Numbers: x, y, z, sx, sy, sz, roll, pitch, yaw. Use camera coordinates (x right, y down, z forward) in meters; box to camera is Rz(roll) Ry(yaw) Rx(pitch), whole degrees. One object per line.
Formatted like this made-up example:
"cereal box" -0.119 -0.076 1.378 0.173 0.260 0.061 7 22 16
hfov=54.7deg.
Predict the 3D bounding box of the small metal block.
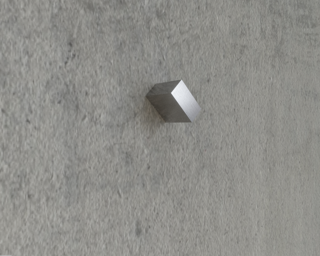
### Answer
"small metal block" 0.017 -0.033 0.405 0.050 0.050 0.025 52 60 -28
